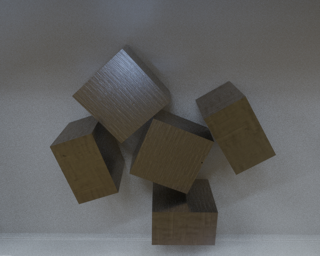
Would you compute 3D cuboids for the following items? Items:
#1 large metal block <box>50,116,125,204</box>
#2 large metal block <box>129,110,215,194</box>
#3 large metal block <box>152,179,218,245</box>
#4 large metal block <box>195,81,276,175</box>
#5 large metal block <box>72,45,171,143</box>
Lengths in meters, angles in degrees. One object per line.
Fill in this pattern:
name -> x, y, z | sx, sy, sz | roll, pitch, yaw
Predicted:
large metal block -> -0.086, 0.035, 0.392 | 0.050, 0.080, 0.080 | -18, 109, 6
large metal block -> 0.014, 0.029, 0.407 | 0.080, 0.050, 0.079 | 21, 109, -8
large metal block -> 0.030, 0.112, 0.423 | 0.081, 0.080, 0.050 | 1, 110, -1
large metal block -> 0.089, -0.003, 0.380 | 0.050, 0.080, 0.080 | -29, 108, 10
large metal block -> -0.044, -0.043, 0.380 | 0.080, 0.050, 0.080 | -40, 106, 13
